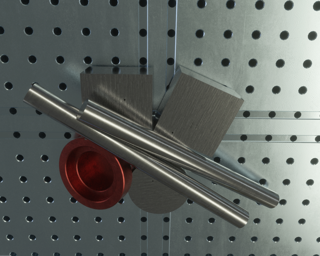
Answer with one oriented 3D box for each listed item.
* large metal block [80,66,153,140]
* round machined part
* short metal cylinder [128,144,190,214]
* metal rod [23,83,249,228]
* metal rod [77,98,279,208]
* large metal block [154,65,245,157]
[{"bbox_3d":[-0.049,-0.031,0.381,0.081,0.050,0.079,1,110,-1],"label":"large metal block"},{"bbox_3d":[-0.080,0.053,0.407,0.098,0.042,0.097,7,108,22],"label":"round machined part"},{"bbox_3d":[-0.001,0.068,0.420,0.081,0.050,0.079,0,110,0],"label":"short metal cylinder"},{"bbox_3d":[-0.017,0.040,0.369,0.301,0.025,0.025,32,107,-13],"label":"metal rod"},{"bbox_3d":[0.041,0.042,0.385,0.301,0.025,0.025,27,108,-25],"label":"metal rod"},{"bbox_3d":[0.044,-0.022,0.387,0.080,0.050,0.080,23,108,-9],"label":"large metal block"}]
